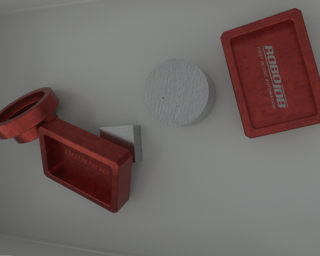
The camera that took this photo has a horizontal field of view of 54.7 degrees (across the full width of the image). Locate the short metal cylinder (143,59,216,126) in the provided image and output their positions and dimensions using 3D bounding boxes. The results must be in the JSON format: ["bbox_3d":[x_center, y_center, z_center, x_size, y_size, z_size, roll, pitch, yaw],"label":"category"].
[{"bbox_3d":[0.026,-0.042,0.387,0.080,0.050,0.079,0,90,19],"label":"short metal cylinder"}]

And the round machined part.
[{"bbox_3d":[-0.189,-0.014,0.447,0.098,0.098,0.042,-16,121,19],"label":"round machined part"}]

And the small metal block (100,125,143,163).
[{"bbox_3d":[-0.053,0.022,0.428,0.050,0.025,0.050,-4,89,19],"label":"small metal block"}]

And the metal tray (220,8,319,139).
[{"bbox_3d":[0.131,-0.060,0.361,0.090,0.030,0.129,-15,85,19],"label":"metal tray"}]

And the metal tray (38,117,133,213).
[{"bbox_3d":[-0.102,0.049,0.418,0.130,0.030,0.089,22,127,20],"label":"metal tray"}]
